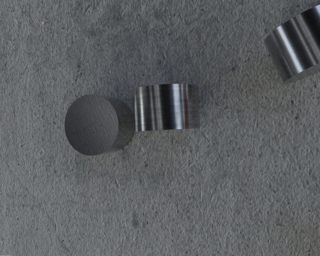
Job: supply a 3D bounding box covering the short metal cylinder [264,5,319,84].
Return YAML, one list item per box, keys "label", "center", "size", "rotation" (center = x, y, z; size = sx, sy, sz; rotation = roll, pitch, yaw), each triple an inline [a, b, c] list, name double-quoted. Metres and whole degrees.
- label: "short metal cylinder"
  center: [0.158, -0.086, 0.324]
  size: [0.080, 0.080, 0.050]
  rotation: [-24, 82, 18]

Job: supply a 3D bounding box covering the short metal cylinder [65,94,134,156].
- label: "short metal cylinder"
  center: [-0.081, -0.004, 0.424]
  size: [0.080, 0.050, 0.080]
  rotation: [0, 90, 20]

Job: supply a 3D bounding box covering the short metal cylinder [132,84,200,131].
- label: "short metal cylinder"
  center: [0.007, -0.023, 0.377]
  size: [0.080, 0.080, 0.050]
  rotation: [-3, 89, 20]
